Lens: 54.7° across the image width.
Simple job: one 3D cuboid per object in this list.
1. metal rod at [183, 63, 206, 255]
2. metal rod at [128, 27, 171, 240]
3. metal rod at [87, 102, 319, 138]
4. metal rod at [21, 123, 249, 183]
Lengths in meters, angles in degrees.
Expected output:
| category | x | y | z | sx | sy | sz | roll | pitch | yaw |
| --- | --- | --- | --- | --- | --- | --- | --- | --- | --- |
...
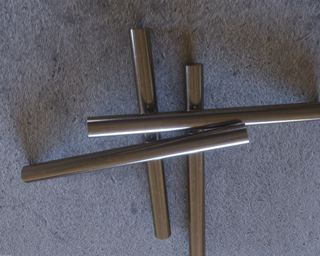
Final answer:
| category | x | y | z | sx | sy | sz | roll | pitch | yaw |
| --- | --- | --- | --- | --- | --- | --- | --- | --- | --- |
| metal rod | 0.050 | 0.061 | 0.432 | 0.025 | 0.025 | 0.298 | -3 | 110 | 1 |
| metal rod | -0.010 | 0.021 | 0.417 | 0.025 | 0.025 | 0.298 | -6 | 110 | 1 |
| metal rod | 0.066 | -0.012 | 0.382 | 0.302 | 0.025 | 0.025 | -4 | 111 | -9 |
| metal rod | -0.041 | 0.035 | 0.399 | 0.301 | 0.025 | 0.025 | -11 | 110 | 13 |
